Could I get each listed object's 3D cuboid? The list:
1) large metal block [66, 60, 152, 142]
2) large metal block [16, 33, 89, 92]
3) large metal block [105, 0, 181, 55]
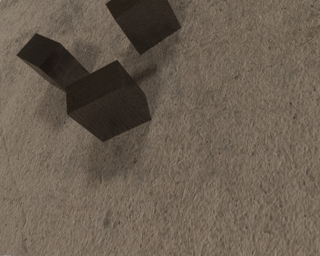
[{"bbox_3d":[-0.069,-0.034,0.424,0.080,0.080,0.050,-24,53,13],"label":"large metal block"},{"bbox_3d":[-0.179,-0.107,0.526,0.080,0.080,0.050,28,77,37],"label":"large metal block"},{"bbox_3d":[-0.025,-0.177,0.488,0.080,0.080,0.050,-33,52,6],"label":"large metal block"}]
